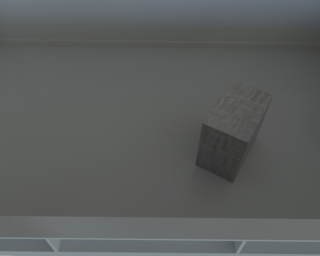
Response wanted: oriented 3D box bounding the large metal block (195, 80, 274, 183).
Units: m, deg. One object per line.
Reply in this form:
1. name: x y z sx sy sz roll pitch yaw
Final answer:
1. large metal block: 0.086 0.004 0.367 0.050 0.080 0.080 25 54 19
